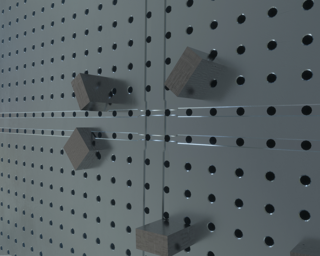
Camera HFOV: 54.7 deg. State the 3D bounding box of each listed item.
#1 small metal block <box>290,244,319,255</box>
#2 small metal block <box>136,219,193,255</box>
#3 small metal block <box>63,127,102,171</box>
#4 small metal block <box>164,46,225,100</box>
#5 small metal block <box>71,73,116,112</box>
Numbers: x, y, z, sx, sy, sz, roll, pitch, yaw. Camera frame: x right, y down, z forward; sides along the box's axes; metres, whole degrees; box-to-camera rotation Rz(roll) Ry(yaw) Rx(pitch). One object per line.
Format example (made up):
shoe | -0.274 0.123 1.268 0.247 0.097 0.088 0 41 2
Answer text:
small metal block | 0.151 0.139 0.284 0.050 0.025 0.050 -6 86 39
small metal block | 0.006 0.136 0.387 0.050 0.050 0.025 -3 89 39
small metal block | -0.129 0.034 0.513 0.050 0.025 0.050 -51 61 28
small metal block | 0.040 -0.062 0.358 0.025 0.050 0.050 48 118 29
small metal block | -0.101 -0.054 0.474 0.025 0.050 0.050 -35 68 34
